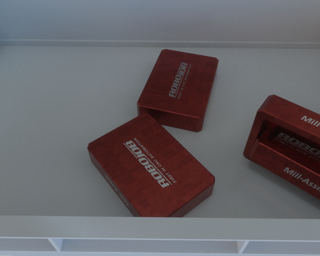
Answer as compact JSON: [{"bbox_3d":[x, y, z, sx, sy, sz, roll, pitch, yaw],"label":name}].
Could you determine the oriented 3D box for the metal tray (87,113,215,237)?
[{"bbox_3d":[-0.013,0.047,0.362,0.091,0.030,0.130,-31,57,-24],"label":"metal tray"}]

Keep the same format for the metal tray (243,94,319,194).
[{"bbox_3d":[0.164,0.028,0.339,0.130,0.090,0.030,30,57,23],"label":"metal tray"}]

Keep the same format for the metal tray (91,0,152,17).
[{"bbox_3d":[-0.072,-0.237,0.531,0.090,0.130,0.030,-8,86,11],"label":"metal tray"}]

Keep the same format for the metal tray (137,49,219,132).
[{"bbox_3d":[0.029,-0.059,0.452,0.090,0.030,0.130,12,51,10],"label":"metal tray"}]

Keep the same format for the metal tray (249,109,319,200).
[{"bbox_3d":[0.183,0.035,0.360,0.130,0.030,0.091,32,45,23],"label":"metal tray"}]
